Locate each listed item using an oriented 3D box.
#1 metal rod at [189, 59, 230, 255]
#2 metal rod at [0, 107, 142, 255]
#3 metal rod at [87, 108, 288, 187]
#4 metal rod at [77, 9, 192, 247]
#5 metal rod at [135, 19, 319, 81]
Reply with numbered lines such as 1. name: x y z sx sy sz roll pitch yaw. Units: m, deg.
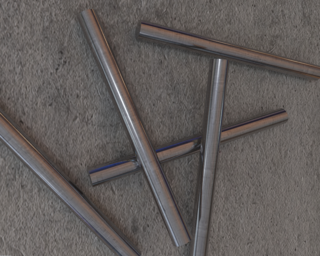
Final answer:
1. metal rod: 0.062 0.061 0.410 0.025 0.025 0.298 3 97 -20
2. metal rod: -0.127 0.055 0.362 0.025 0.025 0.300 -44 104 -15
3. metal rod: 0.052 0.021 0.427 0.302 0.025 0.025 -16 96 -19
4. metal rod: -0.031 0.000 0.376 0.025 0.025 0.299 -23 90 -19
5. metal rod: 0.113 -0.108 0.450 0.302 0.025 0.025 8 88 -20
